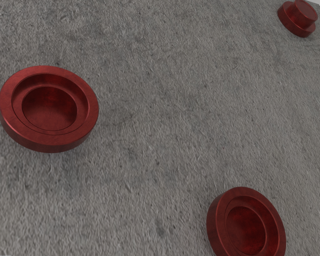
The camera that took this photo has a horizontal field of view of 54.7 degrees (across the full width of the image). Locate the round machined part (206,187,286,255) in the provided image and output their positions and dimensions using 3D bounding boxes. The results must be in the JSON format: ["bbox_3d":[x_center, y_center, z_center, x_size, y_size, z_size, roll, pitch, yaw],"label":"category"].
[{"bbox_3d":[0.097,0.123,0.370,0.099,0.042,0.098,14,56,-21],"label":"round machined part"}]

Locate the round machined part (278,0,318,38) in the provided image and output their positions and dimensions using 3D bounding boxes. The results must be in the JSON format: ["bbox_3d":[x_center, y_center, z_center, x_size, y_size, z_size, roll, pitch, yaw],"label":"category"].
[{"bbox_3d":[0.332,-0.265,0.733,0.099,0.042,0.098,14,56,-21],"label":"round machined part"}]

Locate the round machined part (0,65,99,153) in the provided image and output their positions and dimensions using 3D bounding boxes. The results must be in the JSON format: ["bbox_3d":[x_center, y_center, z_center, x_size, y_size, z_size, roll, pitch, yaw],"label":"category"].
[{"bbox_3d":[-0.121,-0.017,0.338,0.099,0.042,0.098,14,56,-21],"label":"round machined part"}]
